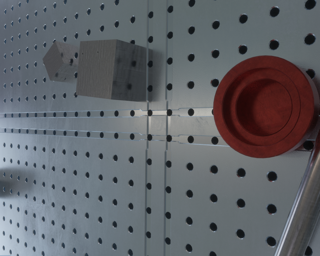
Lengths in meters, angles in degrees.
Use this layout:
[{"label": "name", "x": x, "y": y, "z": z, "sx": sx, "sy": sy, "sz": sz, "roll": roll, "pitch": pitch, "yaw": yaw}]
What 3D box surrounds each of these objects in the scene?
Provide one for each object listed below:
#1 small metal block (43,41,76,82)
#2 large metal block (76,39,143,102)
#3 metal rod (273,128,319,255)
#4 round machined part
[{"label": "small metal block", "x": -0.183, "y": -0.120, "z": 0.561, "sx": 0.050, "sy": 0.025, "sz": 0.050, "roll": -39, "pitch": 66, "yaw": 33}, {"label": "large metal block", "x": -0.076, "y": -0.083, "z": 0.456, "sx": 0.080, "sy": 0.050, "sz": 0.079, "roll": 11, "pitch": 97, "yaw": 39}, {"label": "metal rod", "x": 0.126, "y": 0.125, "z": 0.304, "sx": 0.025, "sy": 0.025, "sz": 0.298, "roll": 23, "pitch": 105, "yaw": 37}, {"label": "round machined part", "x": 0.107, "y": -0.020, "z": 0.310, "sx": 0.098, "sy": 0.042, "sz": 0.097, "roll": 0, "pitch": 90, "yaw": 40}]
